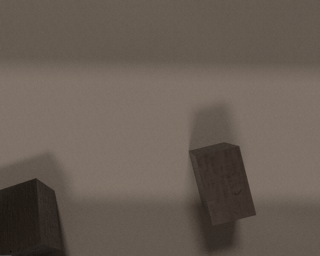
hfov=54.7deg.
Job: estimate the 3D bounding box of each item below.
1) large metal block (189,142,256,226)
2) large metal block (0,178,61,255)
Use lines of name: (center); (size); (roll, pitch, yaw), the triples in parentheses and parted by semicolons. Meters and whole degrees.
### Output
large metal block: (0.073, 0.064, 0.385); (0.050, 0.080, 0.080); (-14, 90, 0)
large metal block: (-0.175, 0.118, 0.380); (0.080, 0.050, 0.080); (-18, 59, -1)
